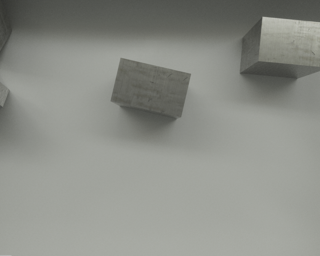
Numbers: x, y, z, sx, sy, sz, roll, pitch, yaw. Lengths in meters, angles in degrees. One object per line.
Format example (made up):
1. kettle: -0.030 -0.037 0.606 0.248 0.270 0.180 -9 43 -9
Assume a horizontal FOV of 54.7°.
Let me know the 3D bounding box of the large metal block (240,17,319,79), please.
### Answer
1. large metal block: 0.152 -0.096 0.386 0.081 0.080 0.050 5 90 -1

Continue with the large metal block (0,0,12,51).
1. large metal block: -0.238 -0.137 0.371 0.080 0.080 0.050 15 64 -4

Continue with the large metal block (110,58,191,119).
1. large metal block: -0.010 -0.045 0.384 0.080 0.080 0.050 13 90 -1

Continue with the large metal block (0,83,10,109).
1. large metal block: -0.234 -0.047 0.367 0.050 0.080 0.080 -43 119 0
